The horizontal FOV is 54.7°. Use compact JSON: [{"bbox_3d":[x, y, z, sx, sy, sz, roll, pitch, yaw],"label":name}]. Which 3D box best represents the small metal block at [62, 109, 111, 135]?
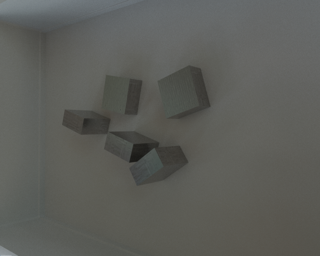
[{"bbox_3d":[-0.115,-0.009,0.482,0.050,0.050,0.025,22,104,37],"label":"small metal block"}]

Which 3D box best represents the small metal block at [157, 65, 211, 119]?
[{"bbox_3d":[0.029,-0.042,0.382,0.050,0.025,0.050,-20,77,38],"label":"small metal block"}]

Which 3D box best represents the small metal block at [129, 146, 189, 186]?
[{"bbox_3d":[-0.001,0.047,0.390,0.050,0.050,0.025,-40,66,32],"label":"small metal block"}]

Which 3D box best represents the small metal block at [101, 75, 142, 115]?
[{"bbox_3d":[-0.056,-0.048,0.451,0.050,0.025,0.050,15,100,38],"label":"small metal block"}]

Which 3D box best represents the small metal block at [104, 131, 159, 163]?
[{"bbox_3d":[-0.038,0.024,0.420,0.050,0.050,0.025,22,104,37],"label":"small metal block"}]
